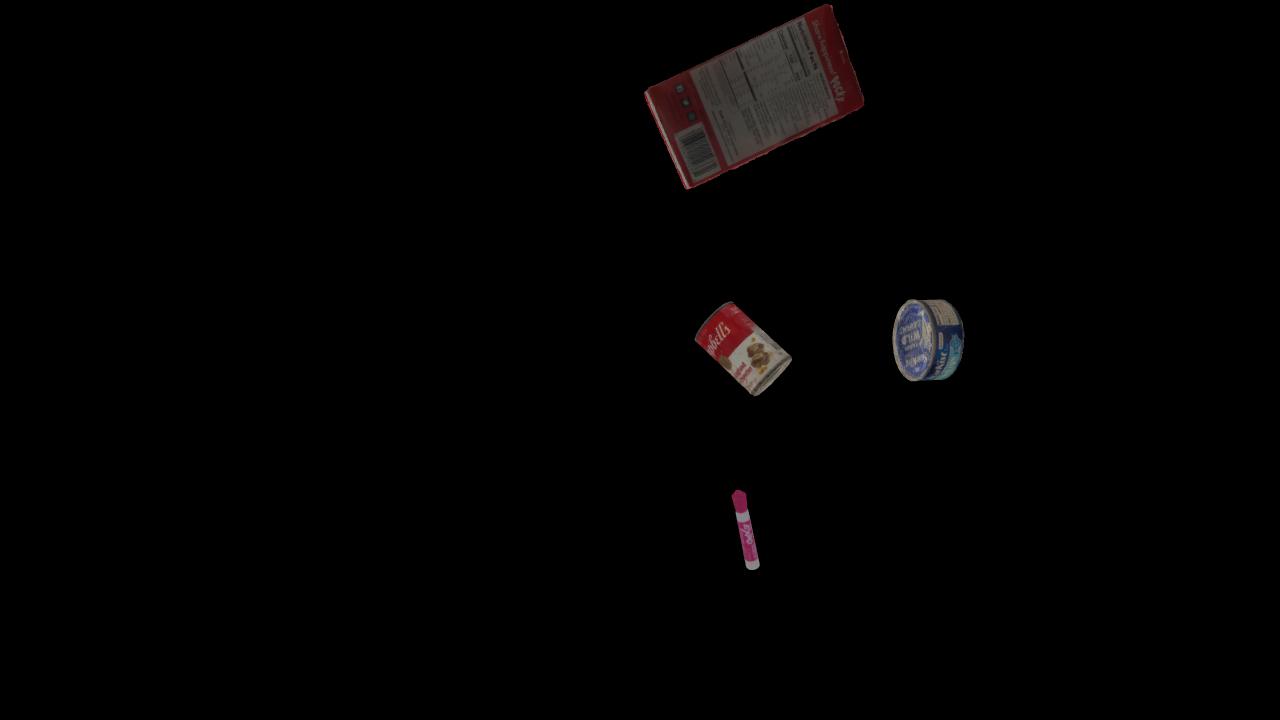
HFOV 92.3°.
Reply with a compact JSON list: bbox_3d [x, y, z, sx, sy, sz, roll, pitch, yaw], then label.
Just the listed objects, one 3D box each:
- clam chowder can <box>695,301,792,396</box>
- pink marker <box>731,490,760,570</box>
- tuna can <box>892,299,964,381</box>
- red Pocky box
[{"bbox_3d":[0.126,-0.013,0.750,0.102,0.068,0.068,45,15,16],"label":"clam chowder can"},{"bbox_3d":[0.138,0.221,0.801,0.020,0.121,0.020,-12,22,5],"label":"pink marker"},{"bbox_3d":[0.293,-0.020,0.628,0.034,0.084,0.084,-1,0,-3],"label":"tuna can"},{"bbox_3d":[0.090,-0.203,0.482,0.155,0.083,0.028,-25,11,-1],"label":"red Pocky box"}]
